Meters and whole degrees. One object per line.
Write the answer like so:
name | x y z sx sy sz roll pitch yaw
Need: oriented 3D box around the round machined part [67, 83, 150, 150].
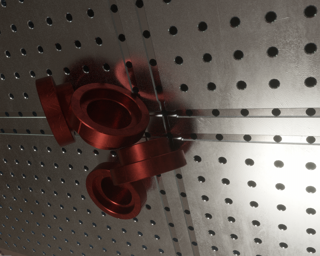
round machined part | -0.066 -0.010 0.391 0.098 0.098 0.042 32 128 7

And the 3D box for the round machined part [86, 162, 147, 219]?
round machined part | -0.064 0.093 0.490 0.098 0.042 0.097 13 124 20

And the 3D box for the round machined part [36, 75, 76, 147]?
round machined part | -0.133 -0.026 0.430 0.042 0.098 0.097 -20 116 -12

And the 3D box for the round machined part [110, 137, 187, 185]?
round machined part | -0.018 0.040 0.403 0.098 0.099 0.042 -20 83 35
